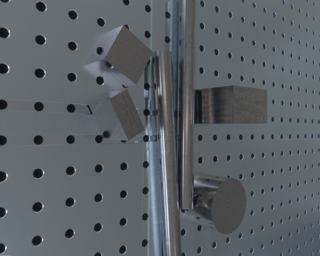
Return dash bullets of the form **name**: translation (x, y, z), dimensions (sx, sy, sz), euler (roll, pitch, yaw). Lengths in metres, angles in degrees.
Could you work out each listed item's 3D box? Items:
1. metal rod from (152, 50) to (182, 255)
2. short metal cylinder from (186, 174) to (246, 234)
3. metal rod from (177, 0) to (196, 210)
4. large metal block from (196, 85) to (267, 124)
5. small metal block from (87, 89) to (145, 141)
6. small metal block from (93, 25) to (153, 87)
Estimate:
- **metal rod**: translation (0.010, 0.048, 0.418), dimensions (0.025, 0.025, 0.298), euler (-5, 94, -40)
- **short metal cylinder**: translation (0.085, 0.112, 0.465), dimensions (0.081, 0.050, 0.079), euler (0, 90, -40)
- **metal rod**: translation (0.037, -0.037, 0.440), dimensions (0.025, 0.025, 0.298), euler (1, 89, -40)
- **large metal block**: translation (0.101, -0.031, 0.458), dimensions (0.081, 0.080, 0.050), euler (-1, 91, -40)
- **small metal block**: translation (-0.050, -0.014, 0.351), dimensions (0.025, 0.050, 0.050), euler (-35, 112, -35)
- **small metal block**: translation (-0.043, -0.085, 0.373), dimensions (0.050, 0.025, 0.050), euler (37, 67, -34)
